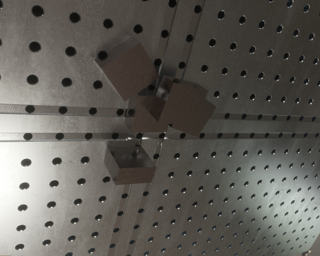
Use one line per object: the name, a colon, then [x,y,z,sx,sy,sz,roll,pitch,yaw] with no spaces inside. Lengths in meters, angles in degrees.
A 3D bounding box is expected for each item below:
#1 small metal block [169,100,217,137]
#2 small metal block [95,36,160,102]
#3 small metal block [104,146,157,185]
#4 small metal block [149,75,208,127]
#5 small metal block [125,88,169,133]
small metal block: [0.041,-0.021,0.423,0.050,0.025,0.050,20,108,-36]
small metal block: [-0.036,-0.067,0.352,0.050,0.025,0.050,-36,130,-5]
small metal block: [-0.040,0.047,0.404,0.050,0.050,0.025,2,118,-30]
small metal block: [0.022,-0.031,0.373,0.050,0.025,0.050,8,114,-32]
small metal block: [-0.013,-0.022,0.392,0.050,0.025,0.050,-1,119,-28]
